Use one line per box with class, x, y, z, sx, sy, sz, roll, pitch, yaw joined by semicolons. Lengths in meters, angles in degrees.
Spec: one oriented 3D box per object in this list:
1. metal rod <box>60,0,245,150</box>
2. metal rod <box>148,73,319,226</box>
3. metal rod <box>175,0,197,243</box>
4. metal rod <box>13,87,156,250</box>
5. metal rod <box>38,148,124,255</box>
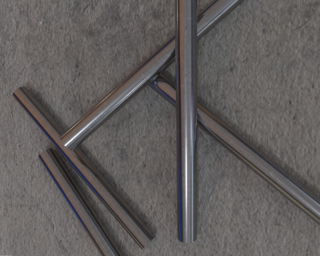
metal rod;-0.006;-0.078;0.385;0.300;0.025;0.025;-41;77;5
metal rod;0.090;0.017;0.376;0.300;0.025;0.025;40;103;15
metal rod;0.032;-0.006;0.372;0.025;0.025;0.298;2;100;19
metal rod;-0.116;0.049;0.448;0.300;0.025;0.025;46;104;14
metal rod;-0.083;0.155;0.437;0.025;0.025;0.299;-40;78;15
